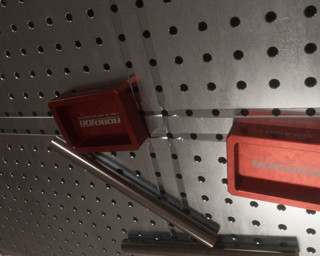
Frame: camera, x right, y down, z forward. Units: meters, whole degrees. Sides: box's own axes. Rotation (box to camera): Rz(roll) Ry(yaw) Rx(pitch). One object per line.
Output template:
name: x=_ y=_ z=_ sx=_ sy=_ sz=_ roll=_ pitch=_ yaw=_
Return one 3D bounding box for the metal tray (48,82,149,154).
metal tray: x=-0.090 y=-0.011 z=0.446 sx=0.130 sy=0.030 sz=0.090 roll=-5 pitch=116 yaw=30

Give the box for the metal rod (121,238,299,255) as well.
metal rod: x=0.061 y=0.197 z=0.499 sx=0.300 sy=0.025 sz=0.025 roll=-10 pitch=114 yaw=32

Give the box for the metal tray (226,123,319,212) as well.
metal tray: x=0.146 y=0.046 z=0.358 sx=0.130 sy=0.030 sz=0.089 roll=6 pitch=121 yaw=24

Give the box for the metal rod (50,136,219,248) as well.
metal rod: x=-0.046 y=0.098 z=0.493 sx=0.301 sy=0.025 sz=0.025 roll=30 pitch=128 yaw=8
